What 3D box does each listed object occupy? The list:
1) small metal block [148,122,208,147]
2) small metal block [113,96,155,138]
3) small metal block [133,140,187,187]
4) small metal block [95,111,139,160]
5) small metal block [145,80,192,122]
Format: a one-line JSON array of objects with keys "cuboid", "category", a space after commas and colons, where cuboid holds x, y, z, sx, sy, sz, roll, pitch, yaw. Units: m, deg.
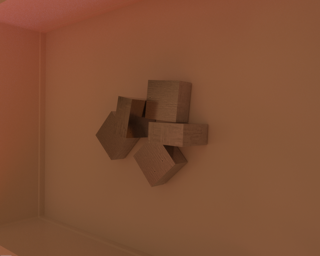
[{"cuboid": [0.022, 0.007, 0.368, 0.050, 0.050, 0.025, 4, 93, 39], "category": "small metal block"}, {"cuboid": [-0.032, -0.014, 0.412, 0.025, 0.050, 0.050, 16, 100, 38], "category": "small metal block"}, {"cuboid": [-0.001, 0.040, 0.403, 0.050, 0.025, 0.050, -48, 62, 29], "category": "small metal block"}, {"cuboid": [-0.062, 0.011, 0.453, 0.050, 0.025, 0.050, -52, 60, 27], "category": "small metal block"}, {"cuboid": [0.010, -0.035, 0.394, 0.050, 0.025, 0.050, 8, 95, 39], "category": "small metal block"}]
